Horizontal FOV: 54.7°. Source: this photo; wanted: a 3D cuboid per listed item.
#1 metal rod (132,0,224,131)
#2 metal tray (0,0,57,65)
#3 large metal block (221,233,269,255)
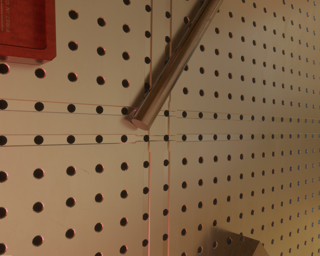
[{"bbox_3d":[0.044,-0.125,0.445,0.025,0.025,0.300,44,64,-31],"label":"metal rod"},{"bbox_3d":[-0.146,-0.128,0.282,0.091,0.030,0.129,-2,91,-40],"label":"metal tray"},{"bbox_3d":[0.141,0.237,0.512,0.080,0.050,0.080,-50,120,-28],"label":"large metal block"}]
